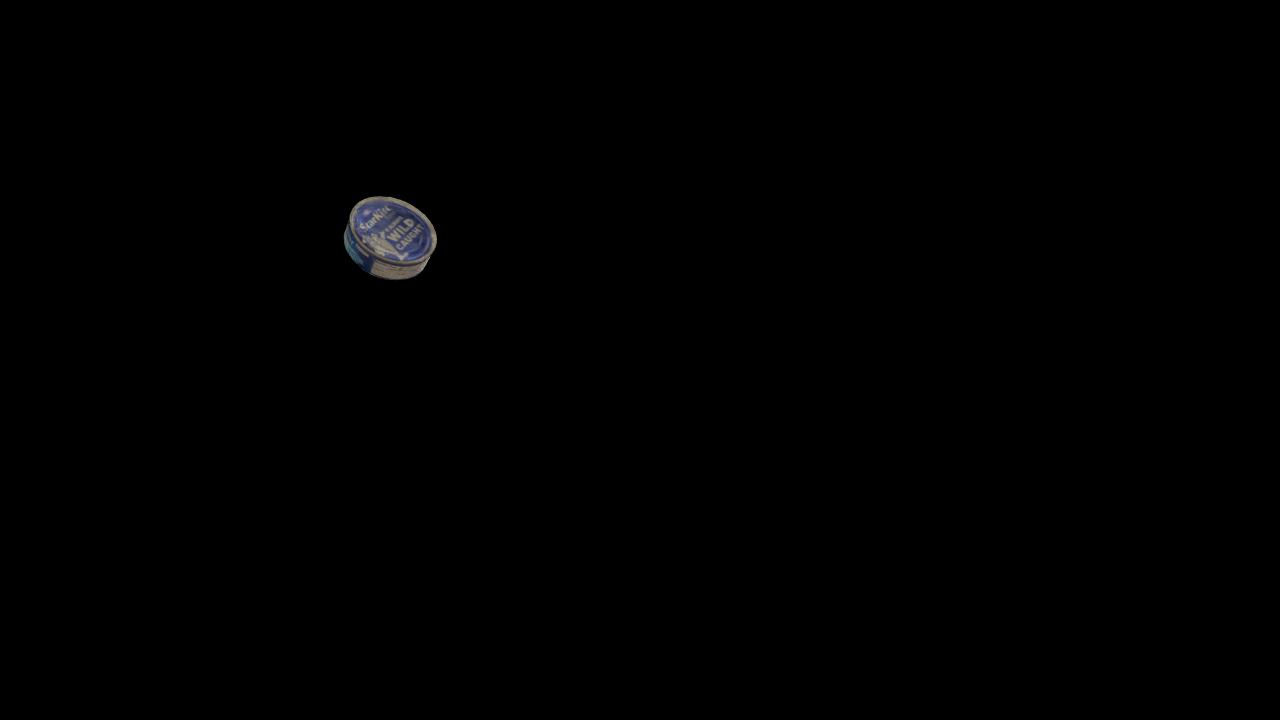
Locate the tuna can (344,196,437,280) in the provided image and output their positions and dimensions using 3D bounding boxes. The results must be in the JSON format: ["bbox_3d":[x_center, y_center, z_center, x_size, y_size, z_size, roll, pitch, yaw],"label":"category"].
[{"bbox_3d":[-0.253,-0.123,0.624,0.084,0.084,0.034,0,-29,-39],"label":"tuna can"}]
